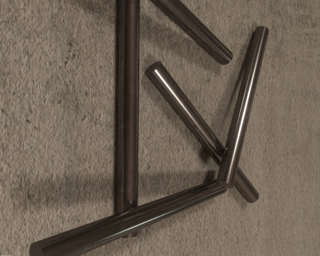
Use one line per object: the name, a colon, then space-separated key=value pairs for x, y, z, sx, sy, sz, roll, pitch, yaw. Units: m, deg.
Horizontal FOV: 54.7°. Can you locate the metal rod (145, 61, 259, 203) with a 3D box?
metal rod: x=0.077 y=0.022 z=0.471 sx=0.300 sy=0.025 sz=0.025 roll=49 pitch=61 yaw=-29

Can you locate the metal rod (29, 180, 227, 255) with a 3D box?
metal rod: x=-0.005 y=0.100 z=0.374 sx=0.302 sy=0.025 sz=0.025 roll=-5 pitch=93 yaw=-49

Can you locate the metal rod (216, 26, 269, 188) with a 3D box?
metal rod: x=0.139 y=-0.048 z=0.503 sx=0.025 sy=0.025 sz=0.300 roll=37 pitch=61 yaw=-34

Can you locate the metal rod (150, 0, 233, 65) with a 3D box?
metal rod: x=0.010 y=-0.158 z=0.389 sx=0.301 sy=0.025 sz=0.025 roll=25 pitch=74 yaw=-45

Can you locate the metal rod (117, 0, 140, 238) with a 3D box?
metal rod: x=-0.038 y=-0.021 z=0.374 sx=0.025 sy=0.025 sz=0.298 roll=1 pitch=90 yaw=-40
